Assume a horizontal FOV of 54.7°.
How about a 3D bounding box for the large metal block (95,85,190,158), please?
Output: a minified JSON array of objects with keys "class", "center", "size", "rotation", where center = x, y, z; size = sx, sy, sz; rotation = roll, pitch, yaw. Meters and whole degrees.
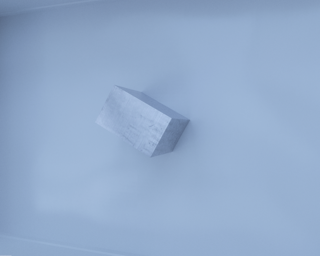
[{"class":"large metal block","center":[-0.018,-0.009,0.387],"size":[0.080,0.080,0.050],"rotation":[31,100,17]}]
